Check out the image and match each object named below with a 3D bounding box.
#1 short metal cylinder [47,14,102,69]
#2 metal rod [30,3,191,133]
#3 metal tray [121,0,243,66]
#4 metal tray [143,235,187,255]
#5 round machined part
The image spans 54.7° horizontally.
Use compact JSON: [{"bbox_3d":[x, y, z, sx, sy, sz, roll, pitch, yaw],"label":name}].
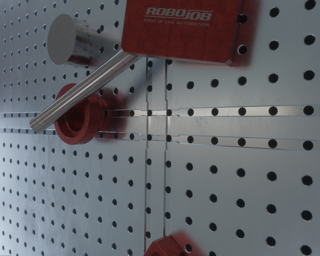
[{"bbox_3d":[-0.141,-0.140,0.509,0.080,0.050,0.079,0,90,40],"label":"short metal cylinder"},{"bbox_3d":[-0.076,-0.076,0.432,0.300,0.025,0.025,-32,70,22],"label":"metal rod"},{"bbox_3d":[0.024,-0.125,0.358,0.130,0.030,0.089,11,97,19],"label":"metal tray"},{"bbox_3d":[0.000,0.219,0.405,0.090,0.030,0.129,43,116,31],"label":"metal tray"},{"bbox_3d":[-0.128,-0.022,0.504,0.098,0.042,0.097,0,90,40],"label":"round machined part"}]
